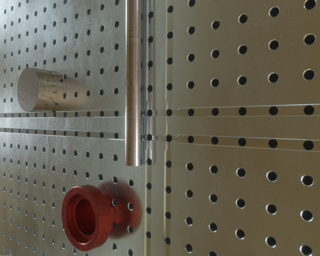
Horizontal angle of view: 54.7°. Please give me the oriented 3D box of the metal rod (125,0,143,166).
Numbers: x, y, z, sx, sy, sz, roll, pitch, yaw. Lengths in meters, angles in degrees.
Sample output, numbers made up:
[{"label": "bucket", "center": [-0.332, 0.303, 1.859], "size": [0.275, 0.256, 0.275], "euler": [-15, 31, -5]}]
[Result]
[{"label": "metal rod", "center": [-0.037, -0.097, 0.439], "size": [0.025, 0.025, 0.298], "euler": [0, 90, 40]}]

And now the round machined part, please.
[{"label": "round machined part", "center": [-0.109, 0.138, 0.489], "size": [0.098, 0.042, 0.097], "euler": [0, 90, 40]}]

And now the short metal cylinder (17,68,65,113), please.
[{"label": "short metal cylinder", "center": [-0.222, -0.069, 0.577], "size": [0.080, 0.050, 0.080], "euler": [0, 90, 40]}]
